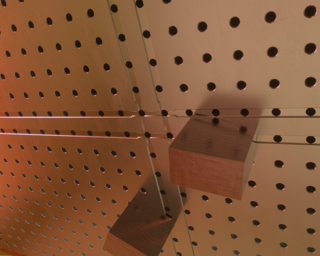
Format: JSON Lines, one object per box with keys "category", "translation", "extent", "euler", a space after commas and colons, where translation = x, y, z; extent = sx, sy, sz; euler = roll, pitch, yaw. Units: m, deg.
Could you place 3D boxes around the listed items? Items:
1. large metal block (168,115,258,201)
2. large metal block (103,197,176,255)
{"category": "large metal block", "translation": [0.064, 0.030, 0.360], "extent": [0.080, 0.080, 0.050], "euler": [10, 123, 22]}
{"category": "large metal block", "translation": [-0.032, 0.171, 0.497], "extent": [0.080, 0.080, 0.050], "euler": [28, 128, 10]}
